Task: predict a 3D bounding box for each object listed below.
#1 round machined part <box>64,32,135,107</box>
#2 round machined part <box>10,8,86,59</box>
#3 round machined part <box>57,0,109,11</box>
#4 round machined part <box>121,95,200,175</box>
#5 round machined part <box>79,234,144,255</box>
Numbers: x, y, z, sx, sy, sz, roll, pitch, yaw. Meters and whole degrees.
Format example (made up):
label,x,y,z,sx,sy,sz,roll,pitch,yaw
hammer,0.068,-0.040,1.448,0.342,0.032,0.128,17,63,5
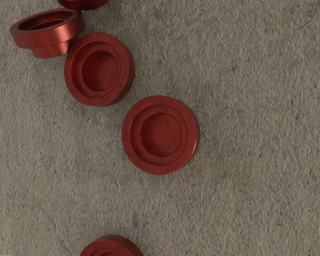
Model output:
label,x,y,z,sx,sy,sz,roll,pitch,yaw
round machined part,-0.079,-0.078,0.428,0.098,0.042,0.097,0,90,20
round machined part,-0.152,-0.131,0.435,0.098,0.098,0.042,4,130,20
round machined part,-0.101,-0.203,0.426,0.098,0.042,0.098,-3,73,11
round machined part,0.004,0.008,0.399,0.098,0.042,0.097,0,90,20
round machined part,-0.060,0.193,0.421,0.098,0.042,0.097,0,90,20
